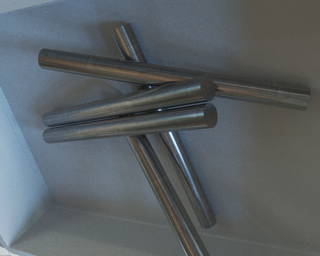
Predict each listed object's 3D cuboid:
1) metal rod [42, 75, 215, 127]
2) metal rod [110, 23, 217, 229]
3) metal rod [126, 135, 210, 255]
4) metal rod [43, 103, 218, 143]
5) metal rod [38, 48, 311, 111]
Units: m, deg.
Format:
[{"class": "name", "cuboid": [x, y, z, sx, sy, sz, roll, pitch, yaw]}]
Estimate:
[{"class": "metal rod", "cuboid": [-0.065, -0.026, 0.394, 0.300, 0.025, 0.025, -6, 116, 42]}, {"class": "metal rod", "cuboid": [0.012, 0.011, 0.408, 0.025, 0.025, 0.299, -12, 113, 33]}, {"class": "metal rod", "cuboid": [0.013, 0.093, 0.383, 0.025, 0.025, 0.299, -40, 72, 39]}, {"class": "metal rod", "cuboid": [-0.063, 0.000, 0.397, 0.300, 0.025, 0.025, -6, 116, 41]}, {"class": "metal rod", "cuboid": [0.004, -0.057, 0.345, 0.301, 0.025, 0.025, 11, 123, 12]}]
